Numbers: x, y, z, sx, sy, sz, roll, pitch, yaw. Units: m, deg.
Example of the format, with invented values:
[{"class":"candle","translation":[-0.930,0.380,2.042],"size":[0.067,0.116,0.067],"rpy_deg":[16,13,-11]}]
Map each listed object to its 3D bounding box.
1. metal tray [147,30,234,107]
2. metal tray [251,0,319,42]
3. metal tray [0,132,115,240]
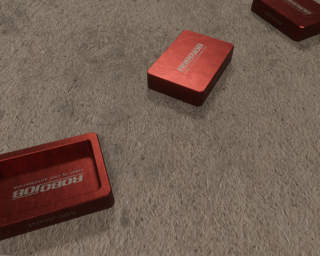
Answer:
[{"class":"metal tray","translation":[0.050,-0.098,0.483],"size":[0.090,0.030,0.130],"rpy_deg":[23,53,18]},{"class":"metal tray","translation":[0.250,-0.221,0.589],"size":[0.091,0.030,0.130],"rpy_deg":[-22,54,-18]},{"class":"metal tray","translation":[-0.125,0.061,0.346],"size":[0.131,0.030,0.090],"rpy_deg":[-14,52,-12]}]
